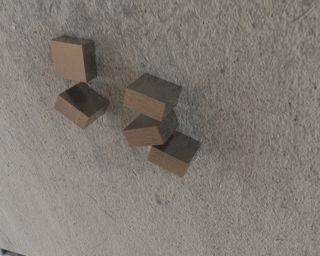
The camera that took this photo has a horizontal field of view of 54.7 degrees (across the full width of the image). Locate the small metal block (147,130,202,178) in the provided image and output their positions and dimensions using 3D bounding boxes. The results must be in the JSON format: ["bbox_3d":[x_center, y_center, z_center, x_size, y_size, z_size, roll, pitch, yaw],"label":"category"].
[{"bbox_3d":[0.019,0.030,0.399,0.050,0.050,0.025,26,128,12],"label":"small metal block"}]

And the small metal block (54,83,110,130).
[{"bbox_3d":[-0.107,-0.032,0.427,0.050,0.050,0.025,37,129,3],"label":"small metal block"}]

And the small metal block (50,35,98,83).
[{"bbox_3d":[-0.113,-0.092,0.410,0.050,0.025,0.050,14,124,20],"label":"small metal block"}]

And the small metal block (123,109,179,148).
[{"bbox_3d":[-0.011,-0.001,0.396,0.050,0.050,0.025,-7,115,31],"label":"small metal block"}]

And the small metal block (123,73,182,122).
[{"bbox_3d":[-0.008,-0.038,0.371,0.050,0.050,0.025,24,127,14],"label":"small metal block"}]
